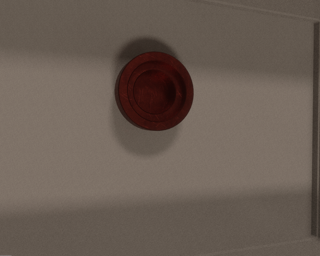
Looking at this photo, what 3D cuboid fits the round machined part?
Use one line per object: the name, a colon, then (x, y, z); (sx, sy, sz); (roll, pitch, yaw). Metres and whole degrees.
round machined part: (-0.010, -0.045, 0.399); (0.099, 0.042, 0.097); (0, 90, -21)
